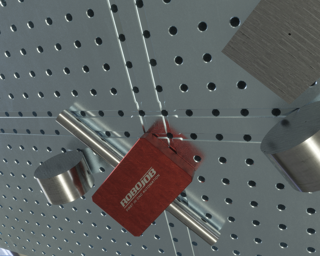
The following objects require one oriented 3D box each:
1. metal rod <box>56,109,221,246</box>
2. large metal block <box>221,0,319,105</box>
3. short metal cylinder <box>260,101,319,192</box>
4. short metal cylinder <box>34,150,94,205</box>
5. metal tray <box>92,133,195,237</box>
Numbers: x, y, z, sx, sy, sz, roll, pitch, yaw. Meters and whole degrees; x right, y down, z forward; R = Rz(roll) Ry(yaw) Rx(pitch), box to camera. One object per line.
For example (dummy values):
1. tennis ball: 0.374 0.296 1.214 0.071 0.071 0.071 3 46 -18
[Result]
1. metal rod: -0.034 0.074 0.473 0.300 0.025 0.025 39 129 1
2. large metal block: 0.118 -0.083 0.282 0.080 0.050 0.080 38 129 2
3. short metal cylinder: 0.149 0.017 0.308 0.050 0.080 0.080 49 128 -7
4. short metal cylinder: -0.154 0.079 0.503 0.080 0.080 0.050 -4 117 29
5. metal tray: -0.025 0.082 0.443 0.090 0.030 0.129 40 109 1
